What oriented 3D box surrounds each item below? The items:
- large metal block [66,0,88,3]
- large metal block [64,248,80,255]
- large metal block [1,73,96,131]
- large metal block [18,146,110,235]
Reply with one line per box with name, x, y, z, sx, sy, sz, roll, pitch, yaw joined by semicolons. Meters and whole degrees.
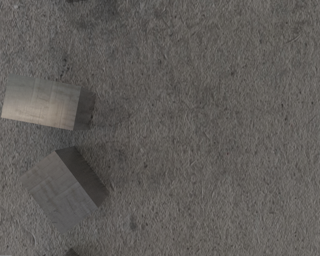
large metal block;-0.091;-0.215;0.396;0.080;0.050;0.080;-8;90;0
large metal block;-0.120;0.219;0.397;0.080;0.050;0.080;44;90;0
large metal block;-0.131;-0.029;0.381;0.080;0.080;0.050;10;90;0
large metal block;-0.112;0.071;0.382;0.050;0.080;0.080;-37;90;0
